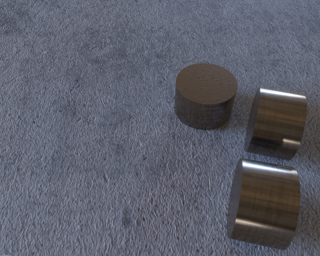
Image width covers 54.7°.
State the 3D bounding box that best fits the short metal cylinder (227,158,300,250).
[{"bbox_3d":[0.099,0.073,0.306,0.050,0.080,0.080,10,51,8],"label":"short metal cylinder"}]

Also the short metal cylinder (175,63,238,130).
[{"bbox_3d":[0.061,-0.044,0.424,0.080,0.050,0.080,0,50,0],"label":"short metal cylinder"}]

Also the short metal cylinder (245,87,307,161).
[{"bbox_3d":[0.136,-0.005,0.373,0.050,0.080,0.080,12,51,10],"label":"short metal cylinder"}]
